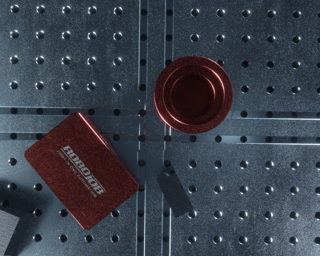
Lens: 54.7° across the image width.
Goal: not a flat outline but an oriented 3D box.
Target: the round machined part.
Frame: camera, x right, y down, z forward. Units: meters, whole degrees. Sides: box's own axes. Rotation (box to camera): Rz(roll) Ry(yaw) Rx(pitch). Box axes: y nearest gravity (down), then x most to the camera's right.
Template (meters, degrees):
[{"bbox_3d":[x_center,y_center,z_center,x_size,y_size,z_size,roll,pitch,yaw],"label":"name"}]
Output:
[{"bbox_3d":[0.042,-0.042,0.405,0.099,0.042,0.097,0,90,-1],"label":"round machined part"}]

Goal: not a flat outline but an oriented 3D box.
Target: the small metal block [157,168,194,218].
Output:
[{"bbox_3d":[0.019,0.082,0.401,0.025,0.050,0.050,-27,90,0],"label":"small metal block"}]

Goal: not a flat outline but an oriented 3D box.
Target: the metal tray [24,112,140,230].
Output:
[{"bbox_3d":[-0.100,0.055,0.410,0.090,0.030,0.130,-39,91,-1],"label":"metal tray"}]

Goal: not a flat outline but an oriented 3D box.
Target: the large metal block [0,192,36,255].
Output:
[{"bbox_3d":[-0.222,0.129,0.398,0.080,0.050,0.080,23,90,-1],"label":"large metal block"}]
